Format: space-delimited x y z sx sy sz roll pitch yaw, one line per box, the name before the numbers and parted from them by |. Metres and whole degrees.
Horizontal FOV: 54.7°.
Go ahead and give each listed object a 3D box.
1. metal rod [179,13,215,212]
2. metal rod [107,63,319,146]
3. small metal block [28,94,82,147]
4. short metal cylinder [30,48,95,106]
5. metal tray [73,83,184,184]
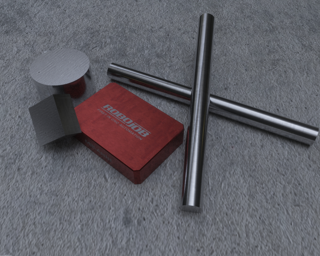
metal rod | 0.053 -0.041 0.407 0.025 0.025 0.300 6 59 5
metal rod | 0.061 -0.039 0.435 0.301 0.025 0.025 20 53 16
small metal block | -0.129 -0.009 0.379 0.025 0.050 0.050 -12 83 -57
short metal cylinder | -0.137 -0.070 0.444 0.081 0.050 0.080 0 50 0
metal tray | -0.046 0.001 0.399 0.130 0.030 0.090 33 57 24
